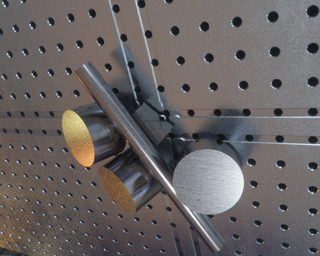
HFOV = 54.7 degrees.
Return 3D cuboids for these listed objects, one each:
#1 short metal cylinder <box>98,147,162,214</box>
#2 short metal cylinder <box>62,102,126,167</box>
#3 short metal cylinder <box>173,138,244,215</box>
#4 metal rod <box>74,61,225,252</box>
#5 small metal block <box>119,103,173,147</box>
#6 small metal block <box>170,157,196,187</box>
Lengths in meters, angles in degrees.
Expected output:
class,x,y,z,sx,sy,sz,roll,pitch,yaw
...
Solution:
class,x,y,z,sx,sy,sz,roll,pitch,yaw
short metal cylinder,-0.042,0.074,0.441,0.080,0.050,0.079,35,144,30
short metal cylinder,-0.091,0.006,0.424,0.080,0.050,0.079,26,127,40
short metal cylinder,0.059,0.057,0.378,0.080,0.050,0.079,2,103,9
metal rod,-0.008,0.044,0.405,0.025,0.025,0.299,-28,103,37
small metal block,-0.019,0.003,0.418,0.050,0.025,0.050,40,129,1
small metal block,0.032,0.070,0.433,0.050,0.025,0.050,42,129,-1
